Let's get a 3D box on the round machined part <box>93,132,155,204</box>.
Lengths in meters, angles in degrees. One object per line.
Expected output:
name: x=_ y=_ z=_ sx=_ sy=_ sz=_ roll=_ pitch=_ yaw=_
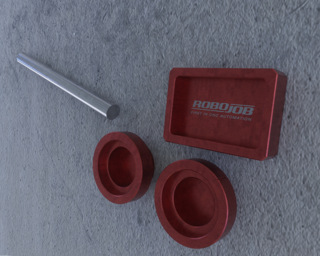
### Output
round machined part: x=-0.046 y=0.053 z=0.432 sx=0.098 sy=0.042 sz=0.097 roll=0 pitch=90 yaw=40

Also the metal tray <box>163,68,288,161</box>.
metal tray: x=0.066 y=-0.020 z=0.346 sx=0.130 sy=0.030 sz=0.089 roll=10 pitch=96 yaw=39

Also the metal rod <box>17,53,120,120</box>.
metal rod: x=-0.176 y=-0.083 z=0.549 sx=0.300 sy=0.025 sz=0.025 roll=30 pitch=109 yaw=36

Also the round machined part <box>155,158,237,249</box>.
round machined part: x=0.044 y=0.083 z=0.358 sx=0.098 sy=0.042 sz=0.097 roll=0 pitch=90 yaw=40
